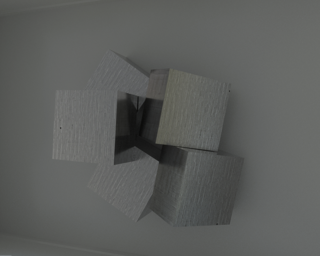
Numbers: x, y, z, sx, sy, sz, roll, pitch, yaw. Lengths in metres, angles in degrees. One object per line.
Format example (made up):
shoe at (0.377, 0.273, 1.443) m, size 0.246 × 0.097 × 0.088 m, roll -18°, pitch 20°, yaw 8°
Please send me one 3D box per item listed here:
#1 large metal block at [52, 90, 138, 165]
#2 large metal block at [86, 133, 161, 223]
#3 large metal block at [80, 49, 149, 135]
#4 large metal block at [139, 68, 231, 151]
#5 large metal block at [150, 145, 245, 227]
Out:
large metal block at (-0.076, -0.002, 0.367) m, size 0.080 × 0.050 × 0.079 m, roll 3°, pitch 90°, yaw 20°
large metal block at (-0.034, 0.060, 0.404) m, size 0.080 × 0.050 × 0.080 m, roll 31°, pitch 100°, yaw 17°
large metal block at (-0.049, -0.045, 0.412) m, size 0.080 × 0.050 × 0.080 m, roll 38°, pitch 102°, yaw 15°
large metal block at (0.028, -0.021, 0.362) m, size 0.081 × 0.050 × 0.079 m, roll 9°, pitch 94°, yaw -26°
large metal block at (0.042, 0.064, 0.357) m, size 0.050 × 0.081 × 0.079 m, roll 18°, pitch 97°, yaw 58°
